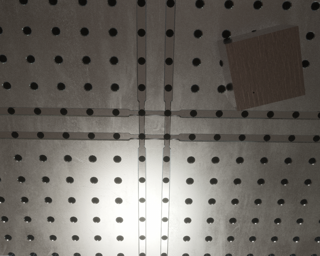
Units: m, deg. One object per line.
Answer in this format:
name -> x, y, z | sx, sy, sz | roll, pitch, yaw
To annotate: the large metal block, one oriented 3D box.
large metal block -> 0.121, -0.074, 0.375 | 0.080, 0.050, 0.080 | -14, 110, 4
